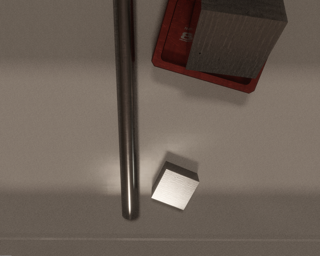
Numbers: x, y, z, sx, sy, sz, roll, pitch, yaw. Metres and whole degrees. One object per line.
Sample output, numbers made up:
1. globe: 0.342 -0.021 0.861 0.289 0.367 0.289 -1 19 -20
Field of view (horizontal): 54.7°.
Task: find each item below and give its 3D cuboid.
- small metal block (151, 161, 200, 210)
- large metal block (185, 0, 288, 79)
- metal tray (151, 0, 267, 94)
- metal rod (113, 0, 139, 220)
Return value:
1. small metal block: 0.021 0.082 0.442 0.050 0.025 0.050 23 108 -9
2. large metal block: 0.075 -0.102 0.327 0.081 0.050 0.080 7 148 -3
3. metal tray: 0.064 -0.103 0.371 0.131 0.030 0.089 15 109 -6
4. metal rod: -0.042 -0.012 0.406 0.025 0.025 0.298 0 110 -1
